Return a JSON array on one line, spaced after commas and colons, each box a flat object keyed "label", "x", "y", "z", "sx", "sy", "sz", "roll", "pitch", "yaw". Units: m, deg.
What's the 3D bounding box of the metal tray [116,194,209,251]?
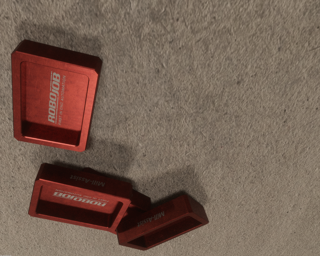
[{"label": "metal tray", "x": 0.005, "y": 0.159, "z": 0.511, "sx": 0.130, "sy": 0.030, "sz": 0.090, "roll": -28, "pitch": 145, "yaw": 12}]

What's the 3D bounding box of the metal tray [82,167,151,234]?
[{"label": "metal tray", "x": -0.091, "y": 0.124, "z": 0.508, "sx": 0.130, "sy": 0.030, "sz": 0.090, "roll": 33, "pitch": 123, "yaw": -25}]

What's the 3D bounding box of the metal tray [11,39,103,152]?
[{"label": "metal tray", "x": -0.126, "y": -0.032, "z": 0.374, "sx": 0.091, "sy": 0.030, "sz": 0.129, "roll": 12, "pitch": 129, "yaw": -11}]

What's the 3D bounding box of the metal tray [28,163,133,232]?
[{"label": "metal tray", "x": -0.115, "y": 0.104, "z": 0.450, "sx": 0.131, "sy": 0.030, "sz": 0.089, "roll": 16, "pitch": 128, "yaw": -14}]
